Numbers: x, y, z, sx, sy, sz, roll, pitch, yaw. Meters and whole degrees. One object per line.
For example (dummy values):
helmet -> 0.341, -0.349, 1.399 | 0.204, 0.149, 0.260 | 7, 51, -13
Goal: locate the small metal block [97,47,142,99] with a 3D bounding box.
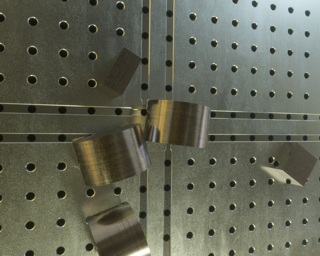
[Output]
small metal block -> -0.051, -0.066, 0.380 | 0.025, 0.050, 0.050 | 30, 80, -18

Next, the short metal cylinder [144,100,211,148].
short metal cylinder -> 0.022, -0.004, 0.391 | 0.081, 0.080, 0.050 | 8, 88, -20

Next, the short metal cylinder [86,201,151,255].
short metal cylinder -> -0.049, 0.134, 0.365 | 0.050, 0.080, 0.080 | -19, 97, -19

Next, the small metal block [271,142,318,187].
small metal block -> 0.213, 0.057, 0.491 | 0.050, 0.025, 0.050 | 36, 78, -17

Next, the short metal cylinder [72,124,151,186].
short metal cylinder -> -0.055, 0.029, 0.363 | 0.081, 0.080, 0.050 | -17, 96, -19
